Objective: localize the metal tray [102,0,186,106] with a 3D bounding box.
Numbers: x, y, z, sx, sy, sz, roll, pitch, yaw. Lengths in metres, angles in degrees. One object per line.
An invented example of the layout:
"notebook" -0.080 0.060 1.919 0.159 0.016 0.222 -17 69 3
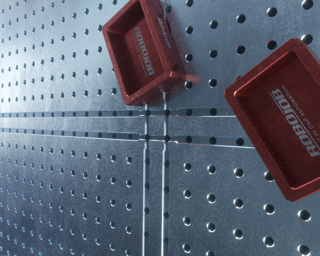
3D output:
"metal tray" -0.026 -0.106 0.425 0.090 0.030 0.129 -29 72 36

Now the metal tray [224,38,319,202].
"metal tray" 0.131 -0.008 0.296 0.090 0.030 0.130 -39 66 32
